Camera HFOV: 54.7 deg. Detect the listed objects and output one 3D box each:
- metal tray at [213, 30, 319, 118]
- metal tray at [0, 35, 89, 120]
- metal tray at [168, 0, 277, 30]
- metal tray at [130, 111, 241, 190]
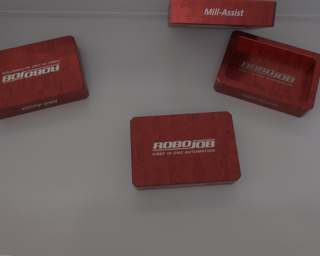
[{"bbox_3d":[0.151,-0.077,0.435,0.131,0.030,0.090,19,71,6],"label":"metal tray"},{"bbox_3d":[-0.174,-0.072,0.432,0.131,0.030,0.090,-15,71,-6],"label":"metal tray"},{"bbox_3d":[0.078,-0.153,0.422,0.131,0.090,0.030,1,105,-1],"label":"metal tray"},{"bbox_3d":[0.030,0.029,0.396,0.131,0.030,0.090,-4,70,-2],"label":"metal tray"}]
